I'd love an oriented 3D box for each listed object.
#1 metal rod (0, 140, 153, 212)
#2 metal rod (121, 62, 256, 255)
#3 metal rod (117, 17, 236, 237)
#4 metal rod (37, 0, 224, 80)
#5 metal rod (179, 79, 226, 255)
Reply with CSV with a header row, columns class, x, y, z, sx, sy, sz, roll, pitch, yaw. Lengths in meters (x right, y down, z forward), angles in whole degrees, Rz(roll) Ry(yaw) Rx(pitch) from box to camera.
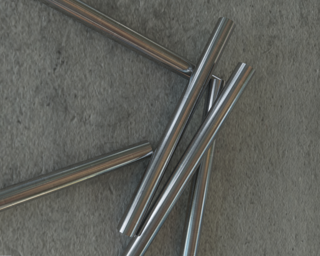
class,x,y,z,sx,sy,sz,roll,pitch,yaw
metal rod,-0.150,0.071,0.354,0.302,0.025,0.025,-18,97,-20
metal rod,0.031,0.053,0.390,0.025,0.025,0.299,31,92,-18
metal rod,0.023,-0.005,0.396,0.025,0.025,0.299,28,84,-18
metal rod,-0.047,-0.118,0.392,0.302,0.025,0.025,24,82,-19
metal rod,0.053,0.084,0.416,0.025,0.025,0.298,9,92,-20
